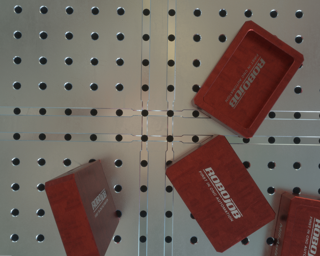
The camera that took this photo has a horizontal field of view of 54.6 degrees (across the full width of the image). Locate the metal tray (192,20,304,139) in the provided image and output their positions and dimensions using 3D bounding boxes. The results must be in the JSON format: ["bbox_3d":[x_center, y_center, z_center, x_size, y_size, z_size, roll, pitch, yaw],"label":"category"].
[{"bbox_3d":[0.114,-0.062,0.411,0.090,0.030,0.130,34,90,0],"label":"metal tray"}]

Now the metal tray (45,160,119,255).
[{"bbox_3d":[-0.083,0.091,0.360,0.030,0.130,0.090,-18,90,0],"label":"metal tray"}]

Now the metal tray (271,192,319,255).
[{"bbox_3d":[0.202,0.158,0.412,0.090,0.030,0.129,10,90,0],"label":"metal tray"}]

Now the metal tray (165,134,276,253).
[{"bbox_3d":[0.078,0.084,0.411,0.090,0.030,0.130,-33,90,0],"label":"metal tray"}]
